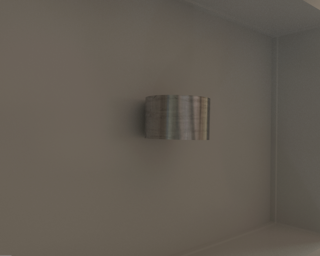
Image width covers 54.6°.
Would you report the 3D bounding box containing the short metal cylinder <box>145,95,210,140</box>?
[{"bbox_3d":[0.021,-0.011,0.384,0.081,0.080,0.050,2,89,-40],"label":"short metal cylinder"}]
